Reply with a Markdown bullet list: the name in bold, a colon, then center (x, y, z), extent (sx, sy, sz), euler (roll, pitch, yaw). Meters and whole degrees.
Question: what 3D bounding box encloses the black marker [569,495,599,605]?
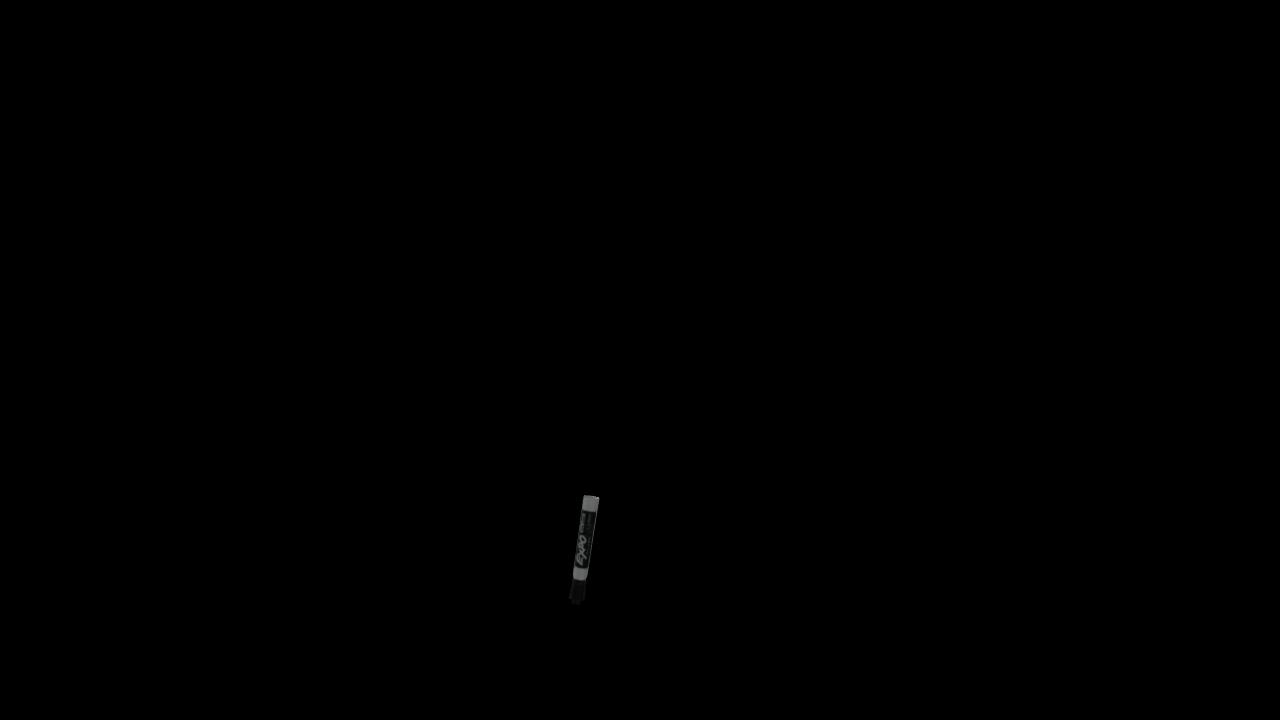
- **black marker**: center (-0.064, 0.217, 0.703), extent (0.020, 0.121, 0.020), euler (8, -5, 1)
